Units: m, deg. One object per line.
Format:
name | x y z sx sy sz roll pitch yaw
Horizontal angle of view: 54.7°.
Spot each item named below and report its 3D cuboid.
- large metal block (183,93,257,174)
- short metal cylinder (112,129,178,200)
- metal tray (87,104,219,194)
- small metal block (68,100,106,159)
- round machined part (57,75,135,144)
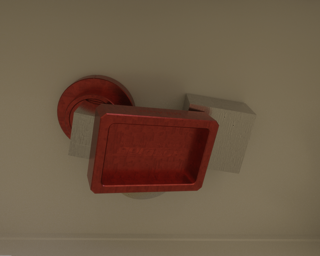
large metal block | 0.067 0.006 0.398 0.081 0.050 0.079 9 110 -4
short metal cylinder | -0.021 0.046 0.400 0.081 0.050 0.079 -7 124 -10
metal tray | -0.008 0.025 0.341 0.131 0.030 0.089 3 112 -22
small metal block | -0.082 0.001 0.350 0.025 0.050 0.050 12 110 -5
round machined part | -0.081 -0.015 0.394 0.099 0.042 0.097 0 110 -1
